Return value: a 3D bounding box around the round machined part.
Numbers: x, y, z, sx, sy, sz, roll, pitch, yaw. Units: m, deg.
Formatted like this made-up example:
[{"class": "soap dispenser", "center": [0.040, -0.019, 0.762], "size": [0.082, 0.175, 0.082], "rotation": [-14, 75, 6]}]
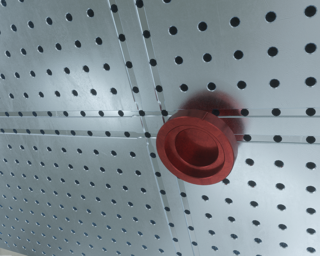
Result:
[{"class": "round machined part", "center": [0.048, 0.020, 0.386], "size": [0.098, 0.042, 0.097], "rotation": [13, 124, 20]}]
